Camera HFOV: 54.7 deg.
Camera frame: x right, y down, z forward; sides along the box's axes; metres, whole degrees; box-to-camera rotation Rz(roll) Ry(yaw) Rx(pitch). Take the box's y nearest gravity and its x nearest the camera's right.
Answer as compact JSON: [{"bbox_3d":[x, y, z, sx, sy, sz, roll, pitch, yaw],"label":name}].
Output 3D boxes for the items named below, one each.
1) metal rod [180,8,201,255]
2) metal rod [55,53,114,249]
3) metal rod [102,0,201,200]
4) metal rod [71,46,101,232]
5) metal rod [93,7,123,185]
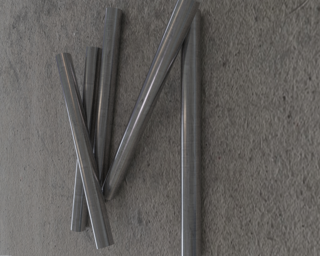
[{"bbox_3d":[0.037,0.009,0.374,0.025,0.025,0.298,0,90,40],"label":"metal rod"},{"bbox_3d":[-0.116,0.025,0.466,0.025,0.025,0.299,-25,74,37],"label":"metal rod"},{"bbox_3d":[-0.023,-0.021,0.404,0.025,0.025,0.298,43,121,31],"label":"metal rod"},{"bbox_3d":[-0.120,0.021,0.504,0.025,0.025,0.298,11,97,39],"label":"metal rod"},{"bbox_3d":[-0.084,-0.028,0.474,0.025,0.025,0.298,10,97,39],"label":"metal rod"}]
